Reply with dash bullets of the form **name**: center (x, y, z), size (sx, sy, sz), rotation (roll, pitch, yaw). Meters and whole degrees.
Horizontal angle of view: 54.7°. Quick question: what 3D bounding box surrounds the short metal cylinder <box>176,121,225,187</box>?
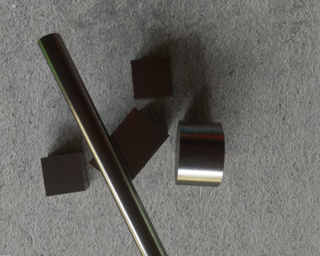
- **short metal cylinder**: center (0.046, 0.031, 0.383), size (0.050, 0.080, 0.079), rotation (3, 90, 0)

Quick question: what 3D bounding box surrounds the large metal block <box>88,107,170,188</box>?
- **large metal block**: center (-0.034, 0.023, 0.382), size (0.050, 0.080, 0.080), rotation (39, 90, -1)

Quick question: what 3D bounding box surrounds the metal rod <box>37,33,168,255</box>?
- **metal rod**: center (-0.052, 0.040, 0.329), size (0.025, 0.025, 0.299), rotation (-26, 90, 0)

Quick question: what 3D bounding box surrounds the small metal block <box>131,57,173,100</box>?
- **small metal block**: center (-0.010, -0.064, 0.410), size (0.050, 0.025, 0.050), rotation (-5, 90, -1)

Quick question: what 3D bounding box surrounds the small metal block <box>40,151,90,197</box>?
- **small metal block**: center (-0.124, 0.059, 0.408), size (0.050, 0.025, 0.050), rotation (-8, 90, -1)
